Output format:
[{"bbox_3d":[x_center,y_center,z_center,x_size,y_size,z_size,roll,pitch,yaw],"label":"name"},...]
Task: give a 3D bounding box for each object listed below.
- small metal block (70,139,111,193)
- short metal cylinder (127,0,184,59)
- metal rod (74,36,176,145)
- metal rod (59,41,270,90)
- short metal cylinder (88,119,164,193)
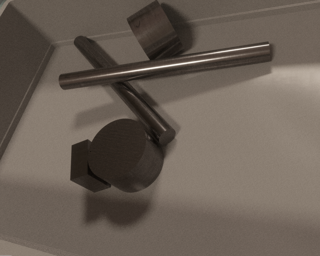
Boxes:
[{"bbox_3d":[-0.090,0.050,0.404,0.025,0.050,0.050,-20,54,17],"label":"small metal block"},{"bbox_3d":[-0.006,-0.139,0.458,0.050,0.080,0.080,-30,52,9],"label":"short metal cylinder"},{"bbox_3d":[-0.070,-0.075,0.486,0.025,0.025,0.300,-42,51,-1],"label":"metal rod"},{"bbox_3d":[-0.005,-0.084,0.435,0.301,0.025,0.025,-5,59,16],"label":"metal rod"},{"bbox_3d":[-0.042,0.035,0.389,0.080,0.050,0.080,-13,56,20],"label":"short metal cylinder"}]
